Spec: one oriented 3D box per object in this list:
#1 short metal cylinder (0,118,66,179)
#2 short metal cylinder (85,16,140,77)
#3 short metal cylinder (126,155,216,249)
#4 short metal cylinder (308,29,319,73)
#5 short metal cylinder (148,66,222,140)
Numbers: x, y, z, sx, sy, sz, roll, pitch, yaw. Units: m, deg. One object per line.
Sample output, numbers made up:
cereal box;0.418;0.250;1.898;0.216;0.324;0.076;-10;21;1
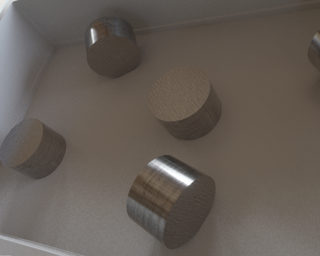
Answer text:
short metal cylinder;-0.192;0.032;0.472;0.080;0.050;0.080;-13;56;21
short metal cylinder;-0.076;-0.127;0.488;0.080;0.080;0.050;-25;53;13
short metal cylinder;0.013;0.074;0.318;0.050;0.080;0.080;26;76;37
short metal cylinder;0.201;-0.078;0.313;0.080;0.080;0.050;-29;52;10
short metal cylinder;0.032;-0.031;0.392;0.080;0.050;0.080;-13;56;21
